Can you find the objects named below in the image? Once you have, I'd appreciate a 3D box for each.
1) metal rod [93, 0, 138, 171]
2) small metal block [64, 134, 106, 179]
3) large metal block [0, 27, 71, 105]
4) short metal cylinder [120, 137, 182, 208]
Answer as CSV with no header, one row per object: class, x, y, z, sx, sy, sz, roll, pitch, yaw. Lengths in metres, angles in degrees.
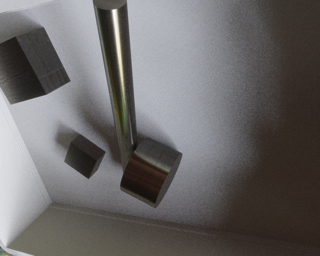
metal rod,-0.040,-0.011,0.353,0.025,0.025,0.298,23,148,14
small metal block,-0.122,0.047,0.499,0.050,0.025,0.050,34,129,5
large metal block,-0.188,-0.085,0.436,0.080,0.050,0.080,-9,114,31
short metal cylinder,-0.010,0.059,0.414,0.050,0.080,0.079,25,127,12
